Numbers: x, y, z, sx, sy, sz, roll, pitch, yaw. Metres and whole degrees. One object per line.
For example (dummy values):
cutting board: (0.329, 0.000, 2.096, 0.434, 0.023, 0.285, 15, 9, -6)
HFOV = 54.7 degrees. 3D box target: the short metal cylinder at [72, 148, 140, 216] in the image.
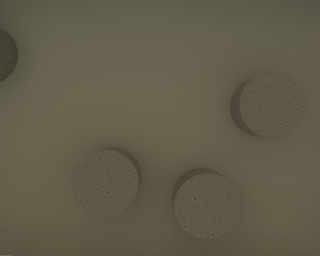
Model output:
short metal cylinder: (-0.066, 0.066, 0.398, 0.081, 0.050, 0.080, 0, 90, 0)

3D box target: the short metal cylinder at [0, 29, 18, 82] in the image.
short metal cylinder: (-0.234, -0.099, 0.397, 0.081, 0.050, 0.080, 0, 90, 0)

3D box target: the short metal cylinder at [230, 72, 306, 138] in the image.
short metal cylinder: (0.136, -0.028, 0.400, 0.081, 0.050, 0.080, 0, 90, 0)

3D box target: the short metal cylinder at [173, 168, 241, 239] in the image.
short metal cylinder: (0.057, 0.095, 0.399, 0.081, 0.050, 0.080, 0, 90, 0)
